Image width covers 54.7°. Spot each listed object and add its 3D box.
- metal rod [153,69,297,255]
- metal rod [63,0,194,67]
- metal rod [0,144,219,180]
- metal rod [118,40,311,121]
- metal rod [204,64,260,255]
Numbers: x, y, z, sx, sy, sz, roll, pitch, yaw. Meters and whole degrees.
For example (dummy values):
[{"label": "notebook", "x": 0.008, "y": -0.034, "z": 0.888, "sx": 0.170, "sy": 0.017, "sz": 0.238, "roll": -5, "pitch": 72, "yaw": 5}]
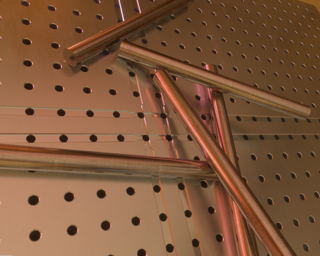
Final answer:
[{"label": "metal rod", "x": 0.074, "y": 0.041, "z": 0.391, "sx": 0.025, "sy": 0.025, "sz": 0.299, "roll": -15, "pitch": 62, "yaw": -34}, {"label": "metal rod", "x": -0.031, "y": -0.170, "z": 0.496, "sx": 0.025, "sy": 0.025, "sz": 0.302, "roll": 45, "pitch": 51, "yaw": 3}, {"label": "metal rod", "x": -0.057, "y": 0.041, "z": 0.353, "sx": 0.302, "sy": 0.025, "sz": 0.025, "roll": 7, "pitch": 59, "yaw": -25}, {"label": "metal rod", "x": 0.085, "y": -0.070, "z": 0.467, "sx": 0.302, "sy": 0.025, "sz": 0.025, "roll": 18, "pitch": 54, "yaw": -6}, {"label": "metal rod", "x": 0.095, "y": 0.032, "z": 0.441, "sx": 0.025, "sy": 0.025, "sz": 0.299, "roll": 9, "pitch": 58, "yaw": -24}]
